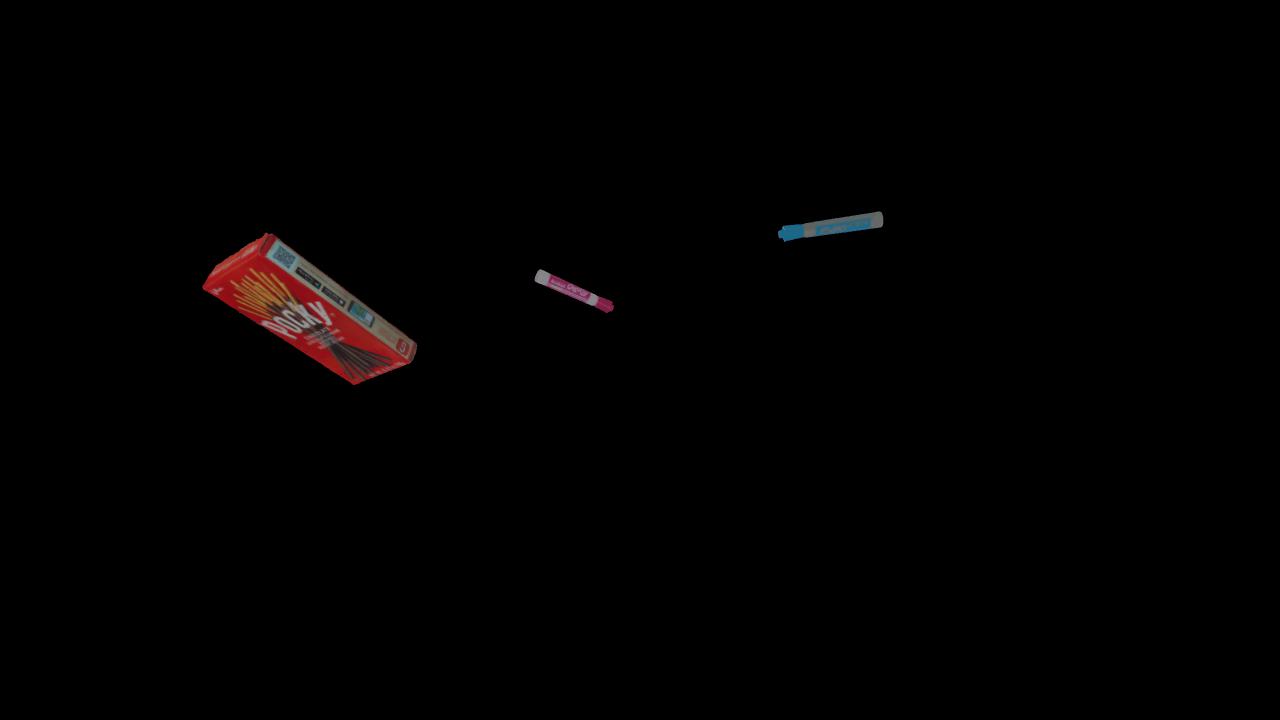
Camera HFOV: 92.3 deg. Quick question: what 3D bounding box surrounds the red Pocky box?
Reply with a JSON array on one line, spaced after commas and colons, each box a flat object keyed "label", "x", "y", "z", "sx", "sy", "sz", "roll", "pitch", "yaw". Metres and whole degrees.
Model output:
[{"label": "red Pocky box", "x": -0.282, "y": -0.037, "z": 0.536, "sx": 0.083, "sy": 0.028, "sz": 0.155, "roll": -17, "pitch": -43, "yaw": 28}]

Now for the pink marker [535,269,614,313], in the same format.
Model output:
[{"label": "pink marker", "x": -0.090, "y": -0.096, "z": 0.869, "sx": 0.121, "sy": 0.020, "sz": 0.020, "roll": 22, "pitch": -10, "yaw": -25}]

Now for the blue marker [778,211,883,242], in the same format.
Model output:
[{"label": "blue marker", "x": 0.225, "y": -0.158, "z": 0.732, "sx": 0.121, "sy": 0.020, "sz": 0.020, "roll": -8, "pitch": 0, "yaw": 4}]
